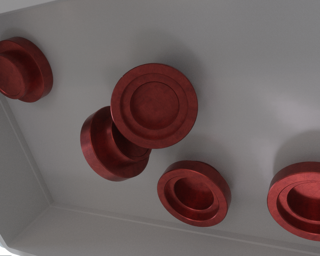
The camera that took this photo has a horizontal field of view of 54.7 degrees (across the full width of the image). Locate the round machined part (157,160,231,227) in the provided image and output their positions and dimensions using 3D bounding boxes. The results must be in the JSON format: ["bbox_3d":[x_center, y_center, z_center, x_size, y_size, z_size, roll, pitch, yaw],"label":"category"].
[{"bbox_3d":[0.049,0.084,0.424,0.098,0.042,0.097,13,124,21],"label":"round machined part"}]

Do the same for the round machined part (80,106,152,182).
[{"bbox_3d":[-0.048,0.016,0.396,0.042,0.098,0.098,-26,104,38],"label":"round machined part"}]

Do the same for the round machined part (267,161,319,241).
[{"bbox_3d":[0.176,0.078,0.353,0.098,0.042,0.097,13,124,21],"label":"round machined part"}]

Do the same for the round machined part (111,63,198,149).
[{"bbox_3d":[-0.006,-0.028,0.367,0.099,0.042,0.097,1,103,3],"label":"round machined part"}]

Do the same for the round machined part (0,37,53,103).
[{"bbox_3d":[-0.213,-0.082,0.460,0.098,0.042,0.097,13,124,21],"label":"round machined part"}]
